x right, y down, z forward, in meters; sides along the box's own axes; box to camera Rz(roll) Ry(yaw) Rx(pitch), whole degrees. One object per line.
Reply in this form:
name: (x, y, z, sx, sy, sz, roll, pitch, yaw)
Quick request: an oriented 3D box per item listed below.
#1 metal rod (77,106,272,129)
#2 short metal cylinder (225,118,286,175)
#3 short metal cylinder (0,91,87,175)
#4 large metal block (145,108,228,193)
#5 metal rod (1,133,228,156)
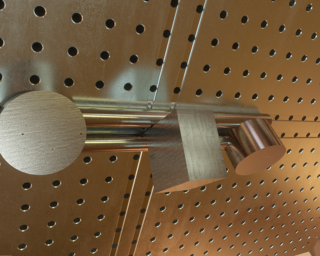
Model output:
metal rod: (0.037, -0.012, 0.423, 0.303, 0.025, 0.025, 1, 118, -29)
short metal cylinder: (0.142, 0.030, 0.474, 0.081, 0.050, 0.080, -14, 145, -10)
short metal cylinder: (-0.121, 0.002, 0.312, 0.081, 0.050, 0.079, -4, 97, -28)
large metal block: (0.028, 0.030, 0.370, 0.050, 0.080, 0.080, 1, 160, -29)
metal rod: (-0.036, 0.018, 0.402, 0.303, 0.025, 0.025, 0, 118, -29)
